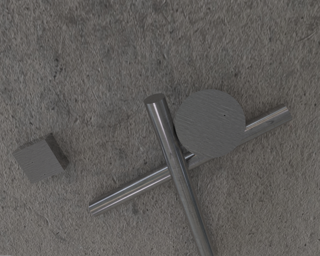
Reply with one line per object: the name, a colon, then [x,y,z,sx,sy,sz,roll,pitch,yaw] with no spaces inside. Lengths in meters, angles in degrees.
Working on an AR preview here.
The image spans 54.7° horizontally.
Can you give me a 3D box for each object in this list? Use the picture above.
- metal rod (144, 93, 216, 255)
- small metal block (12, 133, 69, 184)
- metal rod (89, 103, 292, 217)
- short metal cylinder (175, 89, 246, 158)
metal rod: [0.037,0.091,0.421,0.025,0.025,0.299,-16,118,6]
small metal block: [-0.162,0.041,0.423,0.050,0.025,0.050,-22,109,8]
metal rod: [0.035,0.048,0.427,0.301,0.025,0.025,-28,108,9]
short metal cylinder: [0.062,-0.006,0.382,0.080,0.050,0.079,0,93,9]
